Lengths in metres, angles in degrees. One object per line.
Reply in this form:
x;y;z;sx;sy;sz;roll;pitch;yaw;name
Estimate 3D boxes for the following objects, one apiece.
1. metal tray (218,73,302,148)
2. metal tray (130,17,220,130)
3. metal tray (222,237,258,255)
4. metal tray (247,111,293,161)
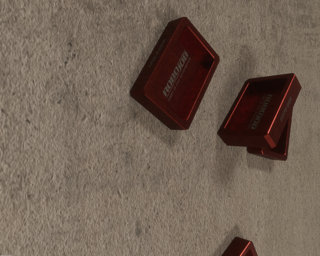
0.161;-0.029;0.499;0.030;0.090;0.130;49;61;-30;metal tray
0.025;-0.073;0.424;0.090;0.030;0.130;40;66;-33;metal tray
0.138;0.263;0.521;0.091;0.030;0.129;-38;114;-33;metal tray
0.209;-0.009;0.580;0.091;0.030;0.129;16;80;-39;metal tray
